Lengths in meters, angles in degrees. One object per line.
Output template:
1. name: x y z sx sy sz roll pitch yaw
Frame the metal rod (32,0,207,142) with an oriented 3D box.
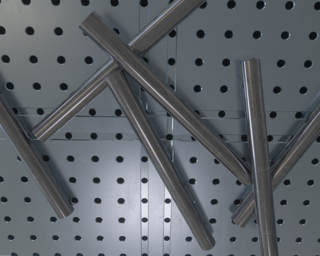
1. metal rod: -0.046 -0.083 0.382 0.300 0.025 0.025 -39 106 13

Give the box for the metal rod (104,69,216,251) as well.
1. metal rod: 0.010 0.058 0.421 0.025 0.025 0.299 -24 113 8

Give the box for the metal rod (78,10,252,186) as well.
1. metal rod: 0.024 -0.023 0.387 0.025 0.025 0.300 -42 112 14

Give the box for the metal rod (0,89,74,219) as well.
1. metal rod: -0.198 -0.003 0.410 0.025 0.025 0.299 -22 109 8

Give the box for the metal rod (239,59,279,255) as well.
1. metal rod: 0.135 0.060 0.415 0.025 0.025 0.298 -9 102 3

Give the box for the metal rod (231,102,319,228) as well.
1. metal rod: 0.192 0.019 0.421 0.025 0.025 0.299 29 107 -10
